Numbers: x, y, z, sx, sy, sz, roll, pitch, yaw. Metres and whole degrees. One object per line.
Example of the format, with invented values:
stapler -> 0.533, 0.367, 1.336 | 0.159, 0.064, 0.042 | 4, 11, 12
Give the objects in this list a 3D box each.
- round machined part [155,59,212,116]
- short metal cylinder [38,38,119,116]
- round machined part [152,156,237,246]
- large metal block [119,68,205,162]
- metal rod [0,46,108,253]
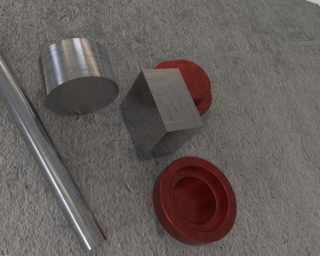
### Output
round machined part -> 0.034, -0.060, 0.447 | 0.099, 0.042, 0.098 | 14, 56, -21
short metal cylinder -> -0.092, -0.055, 0.353 | 0.081, 0.080, 0.050 | -6, 65, -31
round machined part -> 0.036, 0.086, 0.360 | 0.099, 0.042, 0.098 | 14, 56, -21
large metal block -> -0.002, -0.015, 0.377 | 0.050, 0.080, 0.080 | -9, 66, -32
metal rod -> -0.142, -0.008, 0.332 | 0.025, 0.025, 0.299 | -24, 75, -36
